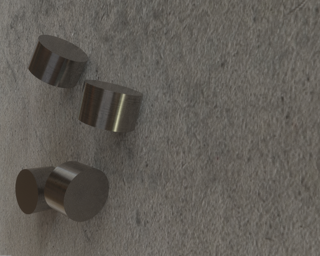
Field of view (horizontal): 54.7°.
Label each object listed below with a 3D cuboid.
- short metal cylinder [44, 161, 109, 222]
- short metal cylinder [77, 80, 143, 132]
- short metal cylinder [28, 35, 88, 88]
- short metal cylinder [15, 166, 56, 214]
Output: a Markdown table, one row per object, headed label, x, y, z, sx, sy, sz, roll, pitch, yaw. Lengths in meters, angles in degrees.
| label | x | y | z | sx | sy | sz | roll | pitch | yaw |
| --- | --- | --- | --- | --- | --- | --- | --- | --- | --- |
| short metal cylinder | -0.125 | 0.095 | 0.469 | 0.050 | 0.081 | 0.079 | 11 | 97 | 39 |
| short metal cylinder | -0.068 | -0.031 | 0.423 | 0.080 | 0.081 | 0.050 | 25 | 106 | 37 |
| short metal cylinder | -0.164 | -0.108 | 0.502 | 0.080 | 0.081 | 0.050 | 47 | 118 | 29 |
| short metal cylinder | -0.221 | 0.112 | 0.567 | 0.080 | 0.050 | 0.079 | 0 | 90 | 39 |
